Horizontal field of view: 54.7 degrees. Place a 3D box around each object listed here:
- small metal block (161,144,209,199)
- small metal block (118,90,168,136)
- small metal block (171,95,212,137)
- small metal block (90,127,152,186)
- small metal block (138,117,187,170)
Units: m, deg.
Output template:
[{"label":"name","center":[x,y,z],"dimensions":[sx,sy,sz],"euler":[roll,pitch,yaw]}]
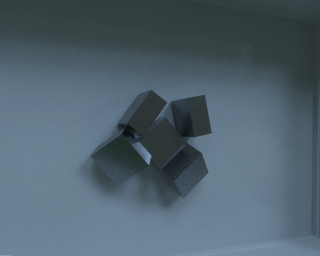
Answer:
[{"label":"small metal block","center":[0.034,0.057,0.409],"dimensions":[0.050,0.025,0.050],"euler":[-43,141,-15]},{"label":"small metal block","center":[-0.023,-0.018,0.387],"dimensions":[0.025,0.050,0.050],"euler":[38,78,-16]},{"label":"small metal block","center":[0.041,-0.015,0.411],"dimensions":[0.025,0.050,0.050],"euler":[-12,94,-21]},{"label":"small metal block","center":[-0.047,0.035,0.380],"dimensions":[0.050,0.025,0.050],"euler":[-35,104,17]},{"label":"small metal block","center":[0.001,0.021,0.410],"dimensions":[0.050,0.025,0.050],"euler":[-44,104,-15]}]
